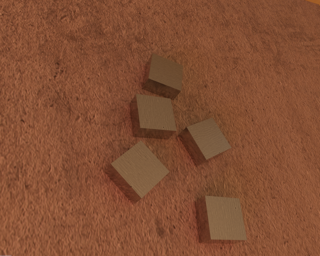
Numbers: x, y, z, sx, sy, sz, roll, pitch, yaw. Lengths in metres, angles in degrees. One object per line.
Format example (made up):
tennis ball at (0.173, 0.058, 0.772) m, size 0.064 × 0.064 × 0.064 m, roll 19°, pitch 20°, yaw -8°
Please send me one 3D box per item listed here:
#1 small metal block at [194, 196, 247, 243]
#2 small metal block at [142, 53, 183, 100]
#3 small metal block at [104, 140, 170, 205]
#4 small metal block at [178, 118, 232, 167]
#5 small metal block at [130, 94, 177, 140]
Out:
small metal block at (0.073, 0.112, 0.374) m, size 0.050 × 0.025 × 0.050 m, roll 10°, pitch 57°, yaw -23°
small metal block at (0.004, -0.075, 0.451) m, size 0.050 × 0.025 × 0.050 m, roll 19°, pitch 54°, yaw -17°
small metal block at (-0.026, 0.051, 0.358) m, size 0.050 × 0.025 × 0.050 m, roll 48°, pitch 51°, yaw 5°
small metal block at (0.061, 0.019, 0.425) m, size 0.050 × 0.025 × 0.050 m, roll -19°, pitch 72°, yaw -35°
small metal block at (-0.010, -0.014, 0.407) m, size 0.050 × 0.025 × 0.050 m, roll 5°, pitch 59°, yaw -26°
